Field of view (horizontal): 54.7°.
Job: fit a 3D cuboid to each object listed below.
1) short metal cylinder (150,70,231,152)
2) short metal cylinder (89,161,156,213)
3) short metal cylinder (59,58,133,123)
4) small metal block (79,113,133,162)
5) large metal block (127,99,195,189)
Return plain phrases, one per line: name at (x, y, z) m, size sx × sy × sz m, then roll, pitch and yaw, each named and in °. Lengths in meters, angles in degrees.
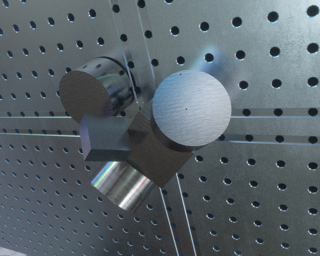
short metal cylinder at (0.030, -0.016, 0.336) m, size 0.080 × 0.080 × 0.050 m, roll 37°, pitch 167°, yaw 3°
short metal cylinder at (-0.051, 0.074, 0.436) m, size 0.080 × 0.080 × 0.050 m, roll 37°, pitch 84°, yaw 5°
short metal cylinder at (-0.083, -0.046, 0.406) m, size 0.080 × 0.050 × 0.079 m, roll 13°, pitch 124°, yaw 21°
small metal block at (-0.065, 0.012, 0.368) m, size 0.025 × 0.050 × 0.050 m, roll -53°, pitch 44°, yaw 41°
large metal block at (-0.001, 0.018, 0.399) m, size 0.080 × 0.050 × 0.080 m, roll 38°, pitch 129°, yaw 2°
